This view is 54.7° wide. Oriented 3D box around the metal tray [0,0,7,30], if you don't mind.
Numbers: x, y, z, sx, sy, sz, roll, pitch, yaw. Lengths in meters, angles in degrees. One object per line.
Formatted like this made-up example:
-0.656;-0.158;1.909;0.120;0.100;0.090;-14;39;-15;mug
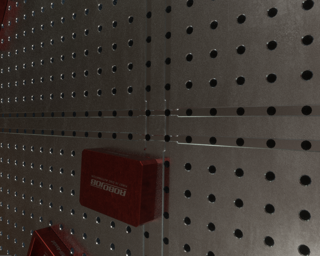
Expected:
-0.411;-0.266;0.739;0.090;0.030;0.129;39;113;32;metal tray

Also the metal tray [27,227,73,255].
-0.195;0.256;0.563;0.130;0.030;0.089;32;110;35;metal tray

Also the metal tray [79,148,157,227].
-0.066;0.082;0.458;0.130;0.030;0.089;6;94;39;metal tray
